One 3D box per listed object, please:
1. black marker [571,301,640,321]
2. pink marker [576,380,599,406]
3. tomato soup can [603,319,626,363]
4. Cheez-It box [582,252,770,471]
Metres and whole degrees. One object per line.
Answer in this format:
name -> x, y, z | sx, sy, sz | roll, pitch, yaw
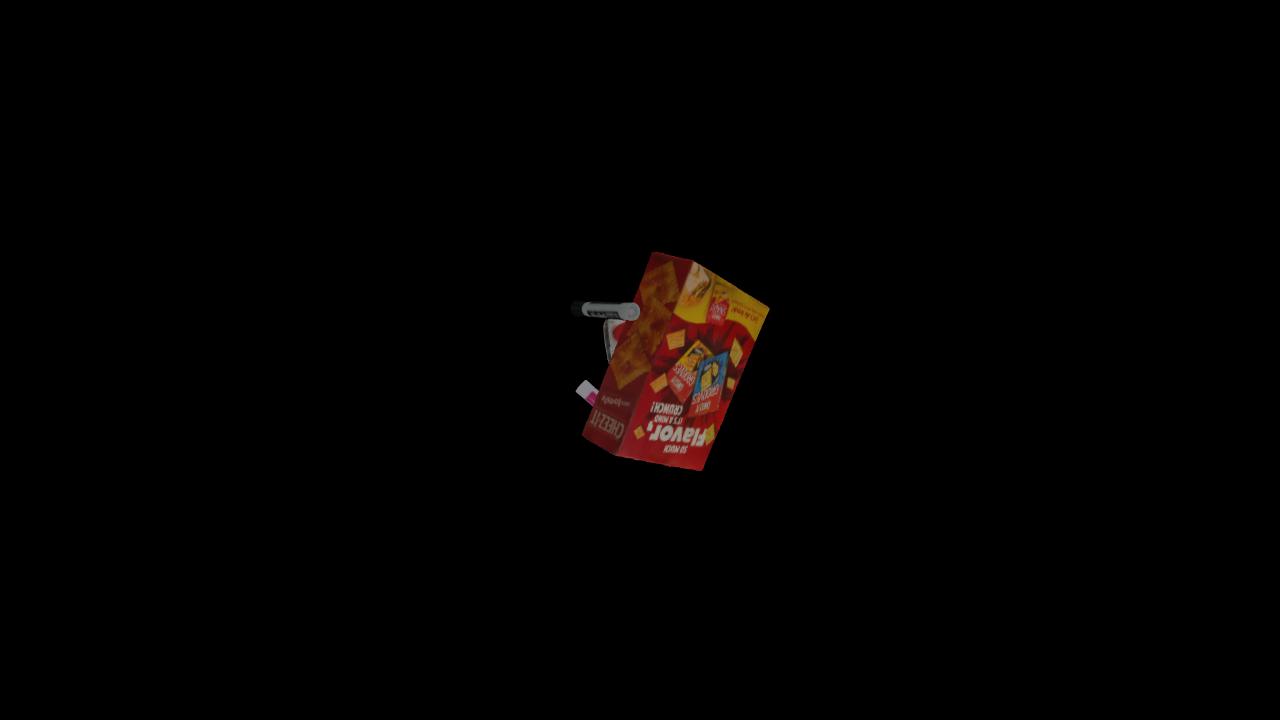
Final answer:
black marker -> -0.042, -0.055, 0.678 | 0.020, 0.020, 0.121 | 0, 6, -36
pink marker -> -0.024, 0.069, 0.716 | 0.121, 0.020, 0.020 | 41, 2, 3
tomato soup can -> 0.013, -0.024, 0.725 | 0.101, 0.068, 0.068 | -10, -1, 6
Cheez-It box -> 0.046, 0.009, 0.712 | 0.071, 0.223, 0.166 | 22, 2, 43
